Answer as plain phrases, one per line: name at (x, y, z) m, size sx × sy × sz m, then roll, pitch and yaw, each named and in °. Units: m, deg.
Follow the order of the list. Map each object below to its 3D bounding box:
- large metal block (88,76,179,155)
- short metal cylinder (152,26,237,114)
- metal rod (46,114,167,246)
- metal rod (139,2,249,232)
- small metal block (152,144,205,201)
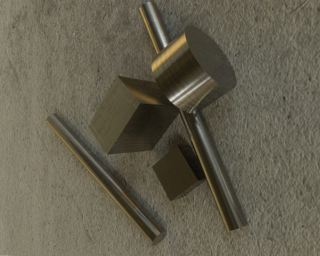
large metal block at (-0.030, -0.015, 0.394) m, size 0.050 × 0.081 × 0.080 m, roll 50°, pitch 120°, yaw 28°
short metal cylinder at (0.038, -0.062, 0.338) m, size 0.050 × 0.081 × 0.080 m, roll -36°, pitch 68°, yaw 34°
metal rod at (-0.098, 0.064, 0.485) m, size 0.300 × 0.025 × 0.025 m, roll 39°, pitch 114°, yaw 33°
metal rod at (0.034, -0.027, 0.376) m, size 0.025 × 0.025 × 0.299 m, roll -32°, pitch 70°, yaw 35°
small metal block at (0.025, 0.055, 0.385) m, size 0.050 × 0.025 × 0.050 m, roll -44°, pitch 64°, yaw 31°
